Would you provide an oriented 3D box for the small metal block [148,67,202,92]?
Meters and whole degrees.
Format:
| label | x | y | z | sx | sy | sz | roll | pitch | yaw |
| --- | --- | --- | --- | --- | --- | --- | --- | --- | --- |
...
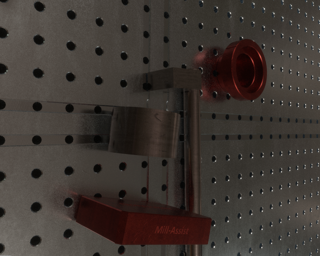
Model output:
| label | x | y | z | sx | sy | sz | roll | pitch | yaw |
| --- | --- | --- | --- | --- | --- | --- | --- | --- | --- |
| small metal block | 0.019 | -0.063 | 0.411 | 0.050 | 0.050 | 0.025 | -3 | 92 | -40 |

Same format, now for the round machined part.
| label | x | y | z | sx | sy | sz | roll | pitch | yaw |
| --- | --- | --- | --- | --- | --- | --- | --- | --- | --- |
| round machined part | 0.131 | -0.094 | 0.511 | 0.099 | 0.042 | 0.097 | 0 | 90 | -40 |

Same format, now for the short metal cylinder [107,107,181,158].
| label | x | y | z | sx | sy | sz | roll | pitch | yaw |
| --- | --- | --- | --- | --- | --- | --- | --- | --- | --- |
| short metal cylinder | -0.018 | 0.006 | 0.360 | 0.081 | 0.080 | 0.050 | 9 | 84 | -40 |

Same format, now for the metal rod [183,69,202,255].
| label | x | y | z | sx | sy | sz | roll | pitch | yaw |
| --- | --- | --- | --- | --- | --- | --- | --- | --- | --- |
| metal rod | 0.048 | 0.065 | 0.451 | 0.025 | 0.025 | 0.298 | -2 | 91 | -40 |

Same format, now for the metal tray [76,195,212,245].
| label | x | y | z | sx | sy | sz | roll | pitch | yaw |
| --- | --- | --- | --- | --- | --- | --- | --- | --- | --- |
| metal tray | -0.016 | 0.106 | 0.355 | 0.131 | 0.090 | 0.030 | 18 | 79 | -39 |
